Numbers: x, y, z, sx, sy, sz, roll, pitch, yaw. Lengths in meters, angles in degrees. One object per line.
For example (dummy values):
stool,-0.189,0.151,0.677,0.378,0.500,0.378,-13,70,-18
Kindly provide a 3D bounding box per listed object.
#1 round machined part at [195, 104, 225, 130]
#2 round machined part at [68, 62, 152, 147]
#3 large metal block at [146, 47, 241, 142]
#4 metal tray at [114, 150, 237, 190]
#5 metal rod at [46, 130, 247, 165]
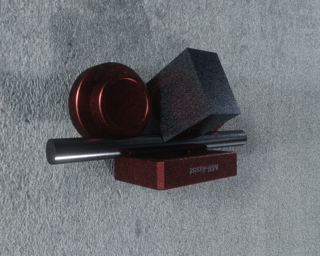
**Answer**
round machined part,0.062,-0.031,0.448,0.099,0.042,0.097,0,90,-40
round machined part,-0.049,-0.026,0.353,0.099,0.042,0.097,0,90,-40
large metal block,0.036,-0.036,0.368,0.050,0.080,0.080,-3,68,-41
metal tray,0.021,0.046,0.384,0.131,0.090,0.030,-2,91,-40
metal rod,0.012,0.019,0.391,0.302,0.025,0.025,-2,91,-40
